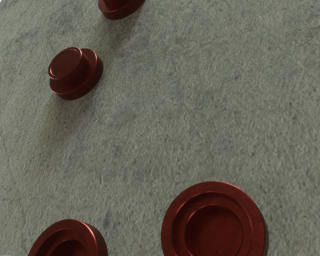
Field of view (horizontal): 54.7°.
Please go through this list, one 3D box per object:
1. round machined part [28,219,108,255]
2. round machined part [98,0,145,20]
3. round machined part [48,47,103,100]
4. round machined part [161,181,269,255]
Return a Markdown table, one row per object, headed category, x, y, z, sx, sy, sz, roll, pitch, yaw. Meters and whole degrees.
| category | x | y | z | sx | sy | sz | roll | pitch | yaw |
| --- | --- | --- | --- | --- | --- | --- | --- | --- | --- |
| round machined part | -0.100 | 0.156 | 0.348 | 0.098 | 0.042 | 0.098 | -13 | 56 | 20 |
| round machined part | -0.077 | -0.257 | 0.589 | 0.098 | 0.042 | 0.098 | -13 | 56 | 20 |
| round machined part | -0.151 | -0.100 | 0.531 | 0.098 | 0.042 | 0.098 | -13 | 56 | 20 |
| round machined part | 0.054 | 0.105 | 0.300 | 0.098 | 0.042 | 0.098 | -13 | 56 | 20 |
